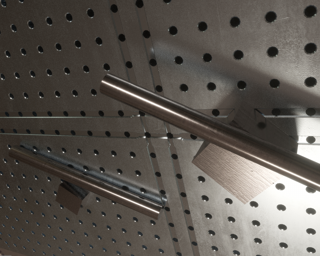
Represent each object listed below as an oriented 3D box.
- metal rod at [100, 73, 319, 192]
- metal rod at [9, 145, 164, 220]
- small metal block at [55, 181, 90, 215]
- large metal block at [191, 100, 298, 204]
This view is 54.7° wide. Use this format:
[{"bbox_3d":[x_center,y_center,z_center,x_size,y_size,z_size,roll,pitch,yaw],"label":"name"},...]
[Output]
[{"bbox_3d":[0.074,0.011,0.314,0.301,0.025,0.025,25,127,12],"label":"metal rod"},{"bbox_3d":[-0.135,0.089,0.535,0.301,0.025,0.025,18,126,17],"label":"metal rod"},{"bbox_3d":[-0.161,0.126,0.571,0.050,0.025,0.050,32,128,7],"label":"small metal block"},{"bbox_3d":[0.098,0.029,0.361,0.080,0.050,0.080,39,129,1],"label":"large metal block"}]
